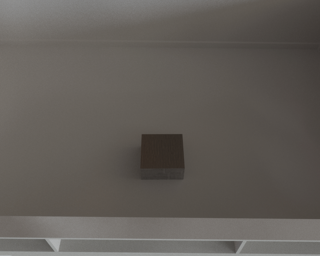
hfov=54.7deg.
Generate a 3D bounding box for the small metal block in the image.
[{"bbox_3d":[0.003,0.035,0.376,0.050,0.025,0.050,0,50,-1],"label":"small metal block"}]
